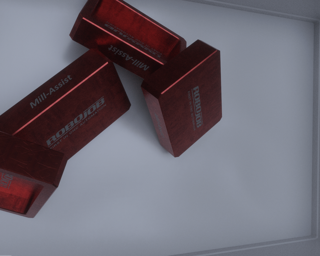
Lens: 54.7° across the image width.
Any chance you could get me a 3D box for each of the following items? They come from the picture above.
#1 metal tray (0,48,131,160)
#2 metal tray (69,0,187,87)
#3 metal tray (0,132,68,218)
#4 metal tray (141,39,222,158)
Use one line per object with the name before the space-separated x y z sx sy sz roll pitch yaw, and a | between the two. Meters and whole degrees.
metal tray | -0.099 -0.014 0.338 0.130 0.090 0.030 -41 63 -13
metal tray | -0.030 -0.106 0.369 0.131 0.030 0.090 27 40 -18
metal tray | -0.152 0.048 0.299 0.091 0.129 0.030 23 54 -19
metal tray | 0.033 -0.030 0.378 0.090 0.030 0.130 -40 147 -16
